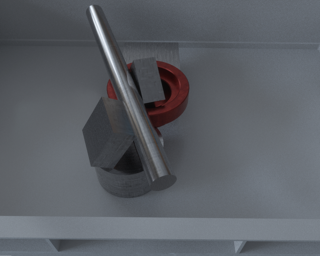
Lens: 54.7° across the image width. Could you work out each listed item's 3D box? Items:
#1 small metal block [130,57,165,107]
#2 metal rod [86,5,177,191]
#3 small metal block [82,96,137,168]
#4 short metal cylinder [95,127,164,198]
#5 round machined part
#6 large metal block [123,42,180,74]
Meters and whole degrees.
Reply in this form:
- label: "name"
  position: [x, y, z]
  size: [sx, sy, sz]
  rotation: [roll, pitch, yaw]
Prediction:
- label: "small metal block"
  position: [-0.017, -0.050, 0.367]
  size: [0.025, 0.050, 0.050]
  rotation: [-12, 86, -15]
- label: "metal rod"
  position: [-0.046, -0.060, 0.363]
  size: [0.025, 0.025, 0.299]
  rotation: [-15, 52, -12]
- label: "small metal block"
  position: [-0.053, 0.005, 0.314]
  size: [0.025, 0.050, 0.050]
  rotation: [11, 40, -37]
- label: "short metal cylinder"
  position: [-0.036, 0.033, 0.359]
  size: [0.081, 0.050, 0.080]
  rotation: [0, 50, 0]
- label: "round machined part"
  position: [-0.014, -0.038, 0.386]
  size: [0.099, 0.042, 0.098]
  rotation: [0, 50, 0]
- label: "large metal block"
  position: [-0.013, -0.081, 0.453]
  size: [0.081, 0.050, 0.080]
  rotation: [0, 50, -1]
